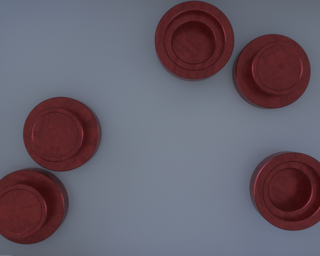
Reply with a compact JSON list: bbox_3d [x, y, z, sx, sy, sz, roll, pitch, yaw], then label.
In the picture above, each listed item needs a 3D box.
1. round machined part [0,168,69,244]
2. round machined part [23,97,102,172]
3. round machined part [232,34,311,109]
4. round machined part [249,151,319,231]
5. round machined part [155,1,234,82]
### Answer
[{"bbox_3d":[-0.174,0.103,0.402,0.099,0.042,0.097,0,90,0],"label":"round machined part"},{"bbox_3d":[-0.129,0.008,0.402,0.099,0.042,0.097,0,90,0],"label":"round machined part"},{"bbox_3d":[0.148,-0.074,0.404,0.099,0.042,0.097,0,90,0],"label":"round machined part"},{"bbox_3d":[0.166,0.079,0.404,0.099,0.042,0.097,0,90,0],"label":"round machined part"},{"bbox_3d":[0.043,-0.109,0.403,0.099,0.042,0.097,0,90,0],"label":"round machined part"}]
